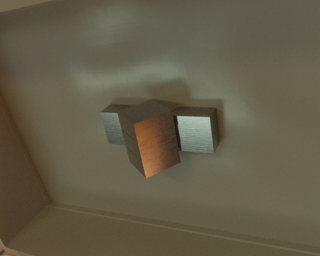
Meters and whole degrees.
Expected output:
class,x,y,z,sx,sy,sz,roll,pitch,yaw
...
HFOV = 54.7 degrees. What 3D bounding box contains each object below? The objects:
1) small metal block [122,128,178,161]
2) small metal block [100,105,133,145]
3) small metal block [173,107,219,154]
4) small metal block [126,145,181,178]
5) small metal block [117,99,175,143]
class,x,y,z,sx,sy,sz,roll,pitch,yaw
small metal block,-0.013,0.012,0.391,0.050,0.050,0.025,33,140,55
small metal block,-0.049,-0.004,0.428,0.050,0.025,0.050,4,120,26
small metal block,0.044,0.002,0.384,0.050,0.025,0.050,3,120,26
small metal block,-0.009,0.034,0.402,0.050,0.050,0.025,33,140,55
small metal block,-0.017,-0.010,0.379,0.050,0.050,0.025,34,140,55
